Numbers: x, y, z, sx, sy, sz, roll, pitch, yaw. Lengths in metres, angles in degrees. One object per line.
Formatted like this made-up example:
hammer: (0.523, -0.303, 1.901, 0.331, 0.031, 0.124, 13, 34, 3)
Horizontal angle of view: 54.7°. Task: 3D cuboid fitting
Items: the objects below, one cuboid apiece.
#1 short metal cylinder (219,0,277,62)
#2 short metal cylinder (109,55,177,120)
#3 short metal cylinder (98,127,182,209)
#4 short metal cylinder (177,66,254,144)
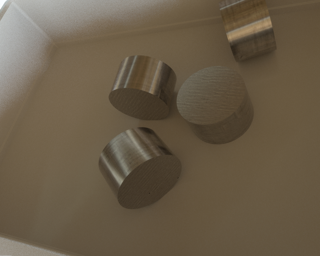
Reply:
short metal cylinder: (0.111, -0.129, 0.392, 0.050, 0.080, 0.080, -16, 56, 20)
short metal cylinder: (-0.022, -0.051, 0.414, 0.080, 0.080, 0.050, 0, 62, 28)
short metal cylinder: (-0.023, 0.046, 0.354, 0.080, 0.080, 0.050, -42, 51, 0)
short metal cylinder: (0.067, -0.027, 0.371, 0.080, 0.050, 0.080, -13, 56, 21)
